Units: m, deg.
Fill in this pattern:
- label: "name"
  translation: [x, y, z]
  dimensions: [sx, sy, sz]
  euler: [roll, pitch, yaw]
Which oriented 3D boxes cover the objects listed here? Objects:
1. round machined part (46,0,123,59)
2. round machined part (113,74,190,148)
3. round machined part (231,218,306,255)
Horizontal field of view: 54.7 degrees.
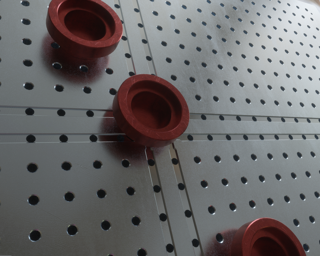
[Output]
- label: "round machined part"
  translation: [-0.104, -0.134, 0.424]
  dimensions: [0.099, 0.042, 0.098]
  euler: [14, 56, -21]
- label: "round machined part"
  translation: [-0.014, -0.019, 0.402]
  dimensions: [0.099, 0.042, 0.098]
  euler: [14, 56, -21]
- label: "round machined part"
  translation: [0.125, 0.161, 0.368]
  dimensions: [0.099, 0.042, 0.098]
  euler: [14, 56, -21]
